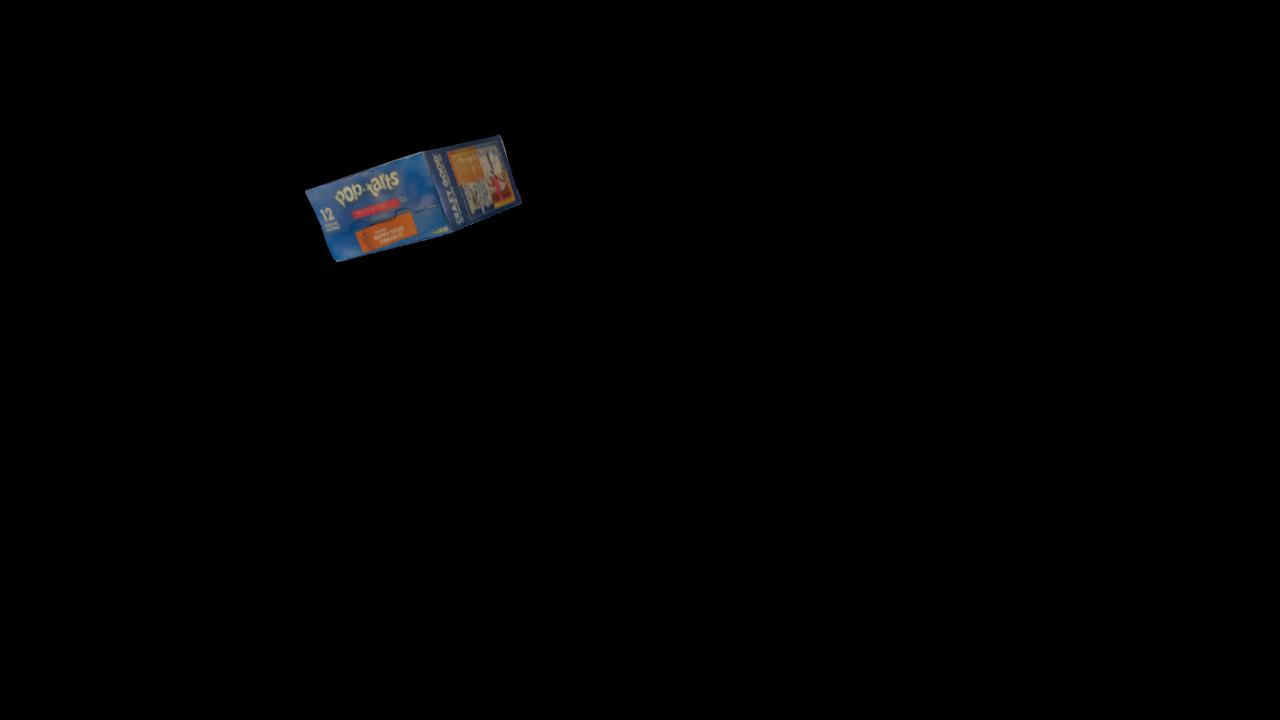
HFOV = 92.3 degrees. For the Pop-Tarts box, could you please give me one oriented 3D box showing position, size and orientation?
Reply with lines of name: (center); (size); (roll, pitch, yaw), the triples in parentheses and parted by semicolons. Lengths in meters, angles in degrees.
Pop-Tarts box: (-0.243, -0.178, 0.677); (0.167, 0.083, 0.141); (-8, 22, 25)
